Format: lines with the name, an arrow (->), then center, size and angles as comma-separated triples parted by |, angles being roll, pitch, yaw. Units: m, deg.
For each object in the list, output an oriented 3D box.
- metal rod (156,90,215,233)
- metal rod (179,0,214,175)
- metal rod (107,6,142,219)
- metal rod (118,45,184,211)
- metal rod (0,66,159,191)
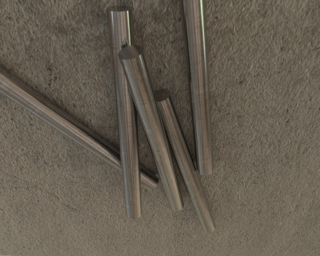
metal rod -> 0.044, 0.070, 0.466 | 0.025, 0.025, 0.299 | -13, 129, 11
metal rod -> 0.045, -0.052, 0.363 | 0.025, 0.025, 0.298 | -7, 130, 5
metal rod -> -0.040, 0.006, 0.389 | 0.025, 0.025, 0.298 | 0, 124, 0
metal rod -> 0.000, 0.027, 0.410 | 0.025, 0.025, 0.299 | -9, 136, 7
metal rod -> -0.113, 0.002, 0.407 | 0.025, 0.025, 0.301 | -35, 122, 26
